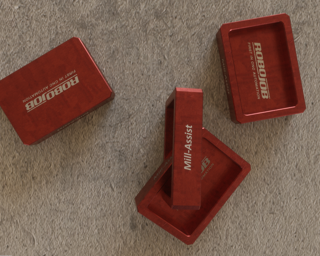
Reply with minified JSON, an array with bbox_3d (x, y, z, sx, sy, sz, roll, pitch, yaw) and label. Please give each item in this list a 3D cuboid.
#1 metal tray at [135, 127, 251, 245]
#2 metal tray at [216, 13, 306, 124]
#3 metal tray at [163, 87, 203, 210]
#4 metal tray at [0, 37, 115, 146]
[{"bbox_3d":[0.042,0.072,0.397,0.090,0.030,0.130,38,90,-14],"label":"metal tray"},{"bbox_3d":[0.131,-0.076,0.408,0.091,0.030,0.129,-10,90,0],"label":"metal tray"},{"bbox_3d":[0.025,0.025,0.369,0.030,0.090,0.129,3,84,-6],"label":"metal tray"},{"bbox_3d":[-0.138,-0.047,0.406,0.130,0.030,0.090,-31,90,0],"label":"metal tray"}]
